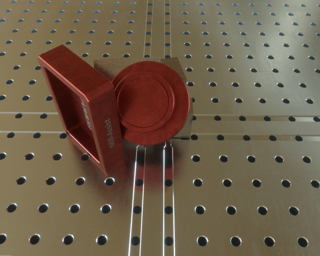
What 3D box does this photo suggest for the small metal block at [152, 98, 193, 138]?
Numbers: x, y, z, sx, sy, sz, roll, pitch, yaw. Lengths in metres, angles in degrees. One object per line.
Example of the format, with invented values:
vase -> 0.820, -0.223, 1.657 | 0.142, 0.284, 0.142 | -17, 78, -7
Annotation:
small metal block -> 0.015, -0.012, 0.402 | 0.050, 0.050, 0.025 | 1, 50, 0

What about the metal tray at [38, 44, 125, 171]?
metal tray -> -0.085, -0.018, 0.354 | 0.030, 0.129, 0.090 | -37, 60, -26

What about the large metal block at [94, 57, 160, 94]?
large metal block -> -0.042, -0.067, 0.421 | 0.081, 0.050, 0.080 | -3, 9, -3

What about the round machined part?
round machined part -> -0.016, -0.028, 0.355 | 0.099, 0.042, 0.097 | 0, 90, 8

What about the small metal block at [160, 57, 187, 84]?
small metal block -> 0.018, -0.066, 0.447 | 0.025, 0.050, 0.050 | -10, 51, -9
